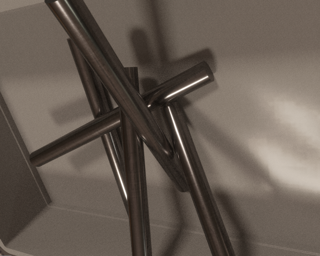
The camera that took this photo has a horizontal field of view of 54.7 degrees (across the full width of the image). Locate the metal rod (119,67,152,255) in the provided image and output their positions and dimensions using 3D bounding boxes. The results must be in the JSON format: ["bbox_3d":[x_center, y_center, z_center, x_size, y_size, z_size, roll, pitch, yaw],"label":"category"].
[{"bbox_3d":[-0.028,0.078,0.377,0.025,0.025,0.298,1,100,27],"label":"metal rod"}]

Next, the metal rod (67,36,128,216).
[{"bbox_3d":[-0.073,0.016,0.454,0.025,0.025,0.298,0,119,28],"label":"metal rod"}]

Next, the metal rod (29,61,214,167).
[{"bbox_3d":[-0.068,-0.007,0.409,0.300,0.025,0.025,-24,106,27],"label":"metal rod"}]

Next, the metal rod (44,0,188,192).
[{"bbox_3d":[-0.020,-0.010,0.335,0.025,0.025,0.299,1,143,28],"label":"metal rod"}]

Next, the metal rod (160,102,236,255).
[{"bbox_3d":[0.061,0.111,0.359,0.025,0.025,0.299,-28,77,37],"label":"metal rod"}]
